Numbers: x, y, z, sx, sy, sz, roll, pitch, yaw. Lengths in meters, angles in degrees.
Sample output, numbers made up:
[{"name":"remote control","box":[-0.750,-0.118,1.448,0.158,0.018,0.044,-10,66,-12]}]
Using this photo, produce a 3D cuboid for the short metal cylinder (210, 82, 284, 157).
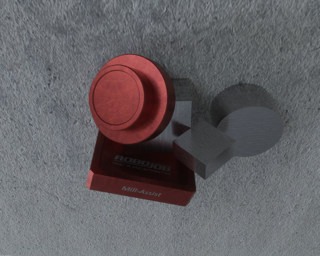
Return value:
[{"name":"short metal cylinder","box":[0.105,-0.010,0.386,0.081,0.050,0.079,0,130,0]}]

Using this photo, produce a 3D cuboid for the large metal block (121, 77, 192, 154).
[{"name":"large metal block","box":[-0.004,-0.014,0.381,0.080,0.050,0.079,-1,130,1]}]

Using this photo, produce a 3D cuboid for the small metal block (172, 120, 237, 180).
[{"name":"small metal block","box":[0.050,0.023,0.353,0.050,0.050,0.025,-33,139,-27]}]

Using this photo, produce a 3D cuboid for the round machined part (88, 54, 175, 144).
[{"name":"round machined part","box":[-0.037,-0.031,0.333,0.098,0.098,0.042,-30,169,22]}]

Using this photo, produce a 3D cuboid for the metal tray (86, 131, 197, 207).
[{"name":"metal tray","box":[-0.022,0.047,0.405,0.131,0.090,0.030,13,129,-11]}]
